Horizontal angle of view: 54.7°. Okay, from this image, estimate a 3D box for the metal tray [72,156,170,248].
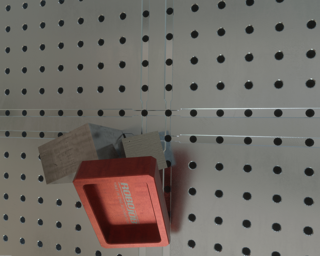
[{"bbox_3d":[-0.041,0.095,0.376,0.090,0.030,0.129,-5,125,8],"label":"metal tray"}]

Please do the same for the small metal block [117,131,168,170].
[{"bbox_3d":[-0.023,0.035,0.406,0.050,0.025,0.050,-12,85,-23],"label":"small metal block"}]

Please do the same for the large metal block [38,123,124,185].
[{"bbox_3d":[-0.098,0.037,0.413,0.080,0.080,0.050,-24,75,18],"label":"large metal block"}]
